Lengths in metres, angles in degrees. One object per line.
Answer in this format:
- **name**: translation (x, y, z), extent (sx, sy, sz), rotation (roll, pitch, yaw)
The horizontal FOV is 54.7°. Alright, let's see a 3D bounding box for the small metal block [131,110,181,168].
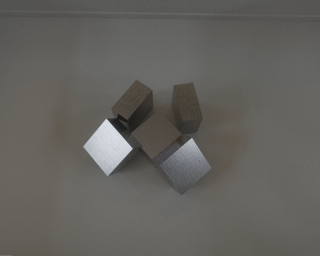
- **small metal block**: translation (-0.004, 0.014, 0.402), extent (0.050, 0.025, 0.050), rotation (-40, 75, -14)

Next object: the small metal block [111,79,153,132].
- **small metal block**: translation (-0.034, -0.027, 0.403), extent (0.025, 0.050, 0.050), rotation (35, 74, 12)

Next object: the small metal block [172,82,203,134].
- **small metal block**: translation (0.034, -0.024, 0.403), extent (0.025, 0.050, 0.050), rotation (-10, 70, -5)

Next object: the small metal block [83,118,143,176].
- **small metal block**: translation (-0.059, 0.023, 0.386), extent (0.050, 0.025, 0.050), rotation (47, 109, 14)

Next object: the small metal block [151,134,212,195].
- **small metal block**: translation (0.027, 0.044, 0.378), extent (0.050, 0.025, 0.050), rotation (-39, 112, -14)
